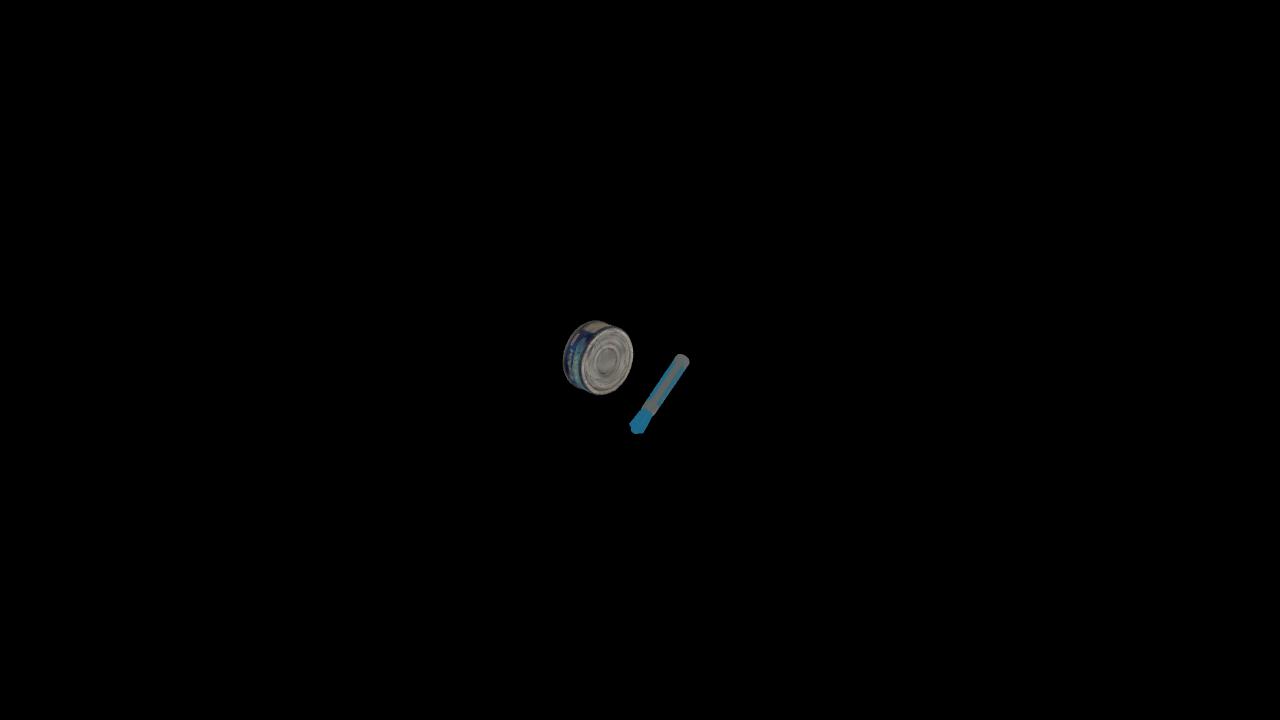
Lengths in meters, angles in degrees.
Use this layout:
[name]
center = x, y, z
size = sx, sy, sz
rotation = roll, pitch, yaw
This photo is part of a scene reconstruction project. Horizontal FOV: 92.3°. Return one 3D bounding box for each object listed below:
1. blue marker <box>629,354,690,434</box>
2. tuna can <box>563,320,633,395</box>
[blue marker]
center = 0.023, 0.039, 0.711
size = 0.020, 0.020, 0.121
rotation = 0, 41, 40
[tuna can]
center = -0.047, -0.002, 0.717
size = 0.084, 0.084, 0.034
rotation = 0, 15, -46
